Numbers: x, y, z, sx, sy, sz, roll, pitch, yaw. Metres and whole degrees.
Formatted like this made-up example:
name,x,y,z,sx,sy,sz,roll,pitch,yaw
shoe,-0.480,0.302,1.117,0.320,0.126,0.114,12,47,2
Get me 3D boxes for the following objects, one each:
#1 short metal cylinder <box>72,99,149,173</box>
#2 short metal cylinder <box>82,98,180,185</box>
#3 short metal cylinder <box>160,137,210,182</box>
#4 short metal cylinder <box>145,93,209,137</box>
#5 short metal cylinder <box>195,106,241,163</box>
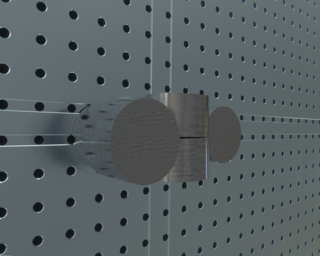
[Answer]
name,x,y,z,sx,sy,sz,roll,pitch,yaw
short metal cylinder,-0.050,0.009,0.350,0.081,0.050,0.079,0,90,-40
short metal cylinder,-0.027,0.012,0.303,0.081,0.050,0.079,0,90,-40
short metal cylinder,0.022,0.036,0.391,0.081,0.080,0.050,-2,91,-40
short metal cylinder,0.021,-0.015,0.391,0.081,0.080,0.050,1,90,-40
short metal cylinder,0.074,0.009,0.453,0.081,0.050,0.079,0,90,-40
